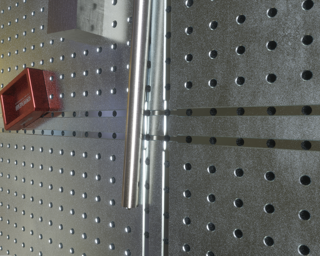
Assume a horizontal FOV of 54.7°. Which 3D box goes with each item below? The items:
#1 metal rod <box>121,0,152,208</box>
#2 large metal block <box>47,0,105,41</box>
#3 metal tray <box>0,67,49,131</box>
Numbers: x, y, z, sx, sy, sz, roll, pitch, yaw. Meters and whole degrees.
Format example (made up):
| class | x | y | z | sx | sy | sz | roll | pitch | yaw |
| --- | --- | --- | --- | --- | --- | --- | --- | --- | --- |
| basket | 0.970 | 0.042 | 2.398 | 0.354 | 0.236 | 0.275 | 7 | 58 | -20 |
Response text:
| class | x | y | z | sx | sy | sz | roll | pitch | yaw |
| --- | --- | --- | --- | --- | --- | --- | --- | --- | --- |
| metal rod | -0.033 | -0.038 | 0.434 | 0.025 | 0.025 | 0.298 | 6 | 94 | 39 |
| large metal block | -0.137 | -0.191 | 0.503 | 0.080 | 0.050 | 0.079 | 6 | 94 | 39 |
| metal tray | -0.280 | -0.056 | 0.632 | 0.130 | 0.030 | 0.090 | -23 | 76 | 37 |
